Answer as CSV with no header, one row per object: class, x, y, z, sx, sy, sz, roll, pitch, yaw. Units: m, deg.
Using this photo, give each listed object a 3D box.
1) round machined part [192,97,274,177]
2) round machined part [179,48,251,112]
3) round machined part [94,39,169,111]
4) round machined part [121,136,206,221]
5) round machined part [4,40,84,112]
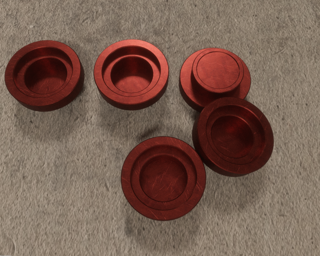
round machined part,0.087,0.014,0.389,0.099,0.042,0.098,4,69,-11
round machined part,0.076,-0.070,0.426,0.099,0.042,0.098,0,70,-1
round machined part,-0.037,-0.068,0.424,0.099,0.042,0.098,0,70,-1
round machined part,0.004,0.062,0.376,0.099,0.042,0.098,0,71,0
round machined part,-0.152,-0.066,0.422,0.099,0.042,0.098,0,70,-1
